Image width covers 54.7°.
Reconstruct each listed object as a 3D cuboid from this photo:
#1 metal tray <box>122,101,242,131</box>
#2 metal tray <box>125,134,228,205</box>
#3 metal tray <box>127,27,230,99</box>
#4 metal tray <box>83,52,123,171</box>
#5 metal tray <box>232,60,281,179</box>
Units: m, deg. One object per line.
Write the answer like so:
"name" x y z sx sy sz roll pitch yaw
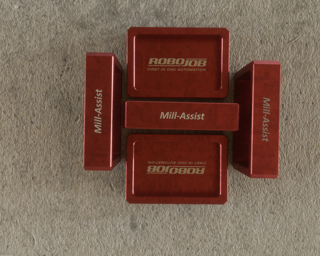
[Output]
"metal tray" 0.024 -0.014 0.380 0.131 0.090 0.030 1 92 0
"metal tray" 0.022 0.053 0.410 0.131 0.030 0.089 1 89 0
"metal tray" 0.023 -0.084 0.409 0.131 0.030 0.089 0 93 0
"metal tray" -0.067 -0.019 0.378 0.030 0.090 0.129 1 91 0
"metal tray" 0.115 -0.010 0.379 0.030 0.090 0.129 1 90 0
